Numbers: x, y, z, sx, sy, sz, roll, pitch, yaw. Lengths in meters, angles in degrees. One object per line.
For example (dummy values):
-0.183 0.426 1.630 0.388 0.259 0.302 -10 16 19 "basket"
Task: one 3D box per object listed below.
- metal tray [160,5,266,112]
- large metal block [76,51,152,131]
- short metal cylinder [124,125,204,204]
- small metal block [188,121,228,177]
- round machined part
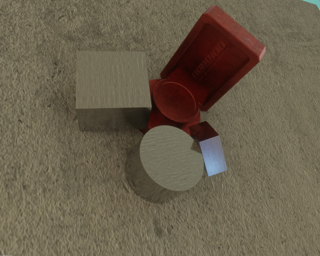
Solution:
0.067 -0.090 0.429 0.090 0.129 0.030 39 51 -2 "metal tray"
-0.057 -0.044 0.371 0.081 0.050 0.080 -2 62 -10 "large metal block"
0.004 0.044 0.367 0.081 0.050 0.080 14 56 -21 "short metal cylinder"
0.060 0.025 0.394 0.025 0.050 0.050 -19 113 -3 "small metal block"
0.013 -0.028 0.421 0.099 0.042 0.098 14 56 -21 "round machined part"
